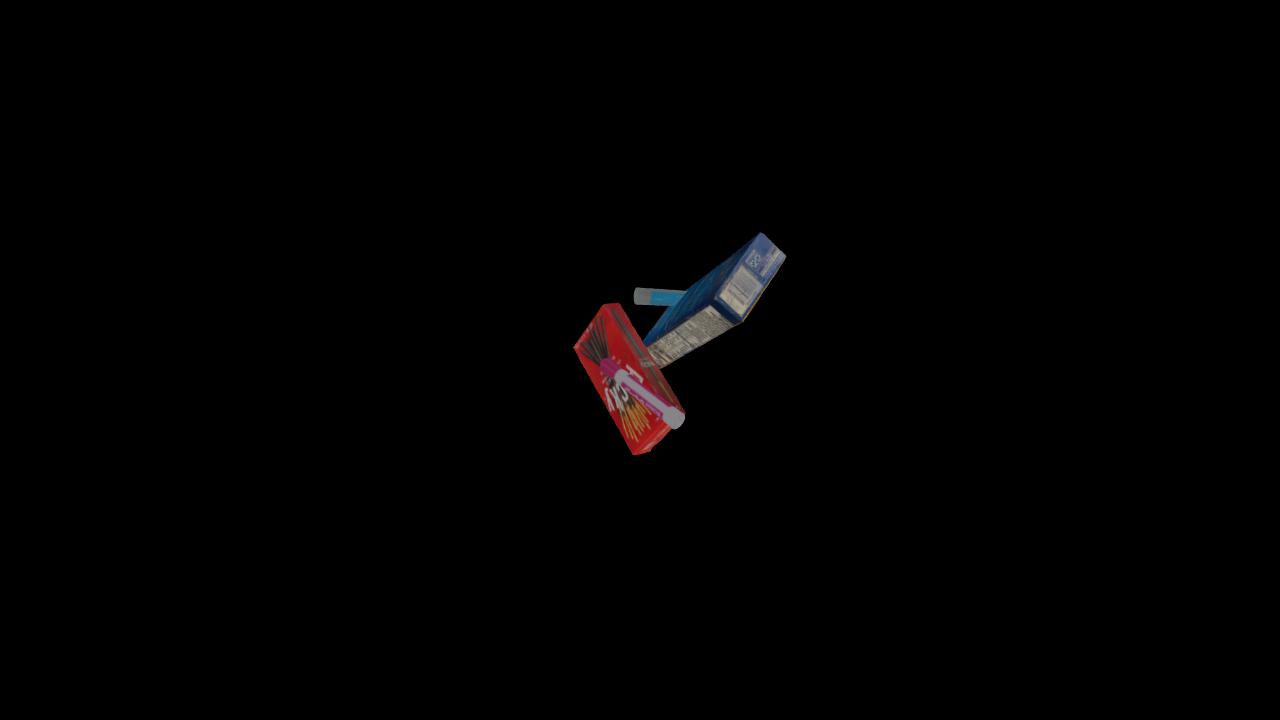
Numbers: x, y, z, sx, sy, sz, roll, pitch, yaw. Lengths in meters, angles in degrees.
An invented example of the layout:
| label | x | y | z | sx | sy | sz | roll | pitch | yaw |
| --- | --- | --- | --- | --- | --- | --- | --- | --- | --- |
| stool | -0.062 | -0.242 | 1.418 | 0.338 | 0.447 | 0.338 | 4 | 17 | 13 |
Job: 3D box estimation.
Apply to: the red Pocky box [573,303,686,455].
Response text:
| label | x | y | z | sx | sy | sz | roll | pitch | yaw |
| --- | --- | --- | --- | --- | --- | --- | --- | --- | --- |
| red Pocky box | -0.016 | 0.020 | 0.683 | 0.028 | 0.155 | 0.083 | -9 | -30 | -42 |

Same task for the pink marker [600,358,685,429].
| label | x | y | z | sx | sy | sz | roll | pitch | yaw |
| --- | --- | --- | --- | --- | --- | --- | --- | --- | --- |
| pink marker | -0.001 | 0.032 | 0.648 | 0.121 | 0.020 | 0.020 | 37 | 23 | 34 |

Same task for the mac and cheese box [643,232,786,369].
| label | x | y | z | sx | sy | sz | roll | pitch | yaw |
| --- | --- | --- | --- | --- | --- | --- | --- | --- | --- |
| mac and cheese box | 0.066 | -0.053 | 0.636 | 0.041 | 0.093 | 0.184 | 39 | -26 | -9 |

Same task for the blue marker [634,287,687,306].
| label | x | y | z | sx | sy | sz | roll | pitch | yaw |
| --- | --- | --- | --- | --- | --- | --- | --- | --- | --- |
| blue marker | 0.054 | -0.068 | 0.685 | 0.121 | 0.020 | 0.020 | 2 | 0 | -15 |
